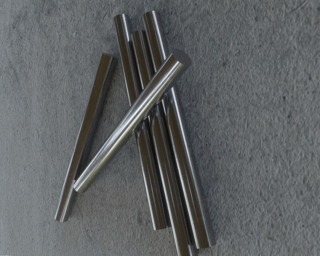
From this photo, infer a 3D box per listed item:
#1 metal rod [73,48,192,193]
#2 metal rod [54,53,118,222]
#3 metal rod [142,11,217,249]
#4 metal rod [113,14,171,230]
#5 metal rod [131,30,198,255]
[{"bbox_3d":[-0.054,0.011,0.420,0.298,0.025,0.025,-48,61,39],"label":"metal rod"},{"bbox_3d":[-0.125,0.025,0.508,0.025,0.025,0.298,32,110,35],"label":"metal rod"},{"bbox_3d":[0.021,-0.007,0.387,0.025,0.025,0.299,-21,77,38],"label":"metal rod"},{"bbox_3d":[-0.027,-0.015,0.426,0.025,0.025,0.299,-19,78,38],"label":"metal rod"},{"bbox_3d":[0.003,0.015,0.402,0.025,0.025,0.299,-20,77,38],"label":"metal rod"}]
